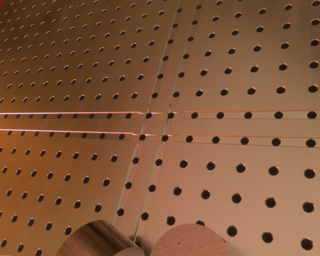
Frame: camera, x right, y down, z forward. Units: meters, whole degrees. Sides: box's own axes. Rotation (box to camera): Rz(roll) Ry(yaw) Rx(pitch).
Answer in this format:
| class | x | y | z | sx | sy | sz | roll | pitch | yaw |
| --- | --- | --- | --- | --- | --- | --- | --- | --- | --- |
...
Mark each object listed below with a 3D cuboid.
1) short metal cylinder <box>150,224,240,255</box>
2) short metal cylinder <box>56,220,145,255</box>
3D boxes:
| class | x | y | z | sx | sy | sz | roll | pitch | yaw |
| --- | --- | --- | --- | --- | --- | --- | --- | --- | --- |
| short metal cylinder | 0.035 | 0.136 | 0.290 | 0.080 | 0.050 | 0.080 | -13 | 56 | 20 |
| short metal cylinder | -0.062 | 0.143 | 0.316 | 0.050 | 0.080 | 0.080 | 25 | 75 | 36 |
